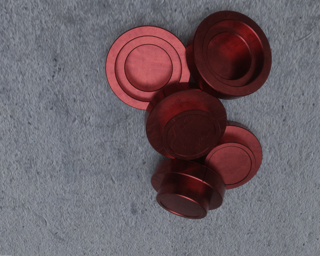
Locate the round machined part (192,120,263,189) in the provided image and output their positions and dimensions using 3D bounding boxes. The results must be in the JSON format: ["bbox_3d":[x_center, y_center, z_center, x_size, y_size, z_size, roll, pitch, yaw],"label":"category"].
[{"bbox_3d":[0.090,0.042,0.419,0.099,0.042,0.097,0,110,-1],"label":"round machined part"}]

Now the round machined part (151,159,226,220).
[{"bbox_3d":[0.033,0.085,0.407,0.098,0.042,0.097,16,145,11],"label":"round machined part"}]

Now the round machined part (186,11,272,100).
[{"bbox_3d":[0.075,-0.080,0.359,0.099,0.042,0.097,2,83,-18],"label":"round machined part"}]

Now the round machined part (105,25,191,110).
[{"bbox_3d":[-0.013,-0.074,0.375,0.099,0.042,0.097,0,110,-1],"label":"round machined part"}]

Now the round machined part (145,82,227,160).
[{"bbox_3d":[0.032,-0.001,0.367,0.099,0.042,0.097,-5,121,-7],"label":"round machined part"}]
